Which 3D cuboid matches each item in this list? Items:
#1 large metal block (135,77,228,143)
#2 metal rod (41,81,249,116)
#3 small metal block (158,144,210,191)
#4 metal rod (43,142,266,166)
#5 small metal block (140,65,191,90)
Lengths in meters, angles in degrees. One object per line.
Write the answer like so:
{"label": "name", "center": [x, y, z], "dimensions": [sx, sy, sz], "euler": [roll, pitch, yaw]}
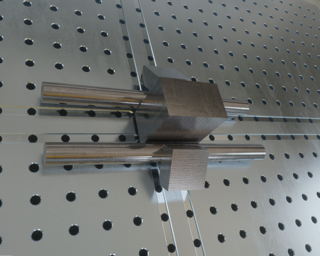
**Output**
{"label": "large metal block", "center": [0.024, -0.016, 0.390], "dimensions": [0.081, 0.080, 0.050], "euler": [2, 61, -28]}
{"label": "metal rod", "center": [-0.001, -0.036, 0.424], "dimensions": [0.303, 0.025, 0.025], "euler": [2, 61, -27]}
{"label": "small metal block", "center": [0.029, 0.047, 0.375], "dimensions": [0.050, 0.025, 0.050], "euler": [3, 98, -27]}
{"label": "metal rod", "center": [0.014, 0.032, 0.392], "dimensions": [0.303, 0.025, 0.025], "euler": [2, 61, -27]}
{"label": "small metal block", "center": [0.007, -0.066, 0.433], "dimensions": [0.050, 0.025, 0.050], "euler": [1, 27, -28]}
